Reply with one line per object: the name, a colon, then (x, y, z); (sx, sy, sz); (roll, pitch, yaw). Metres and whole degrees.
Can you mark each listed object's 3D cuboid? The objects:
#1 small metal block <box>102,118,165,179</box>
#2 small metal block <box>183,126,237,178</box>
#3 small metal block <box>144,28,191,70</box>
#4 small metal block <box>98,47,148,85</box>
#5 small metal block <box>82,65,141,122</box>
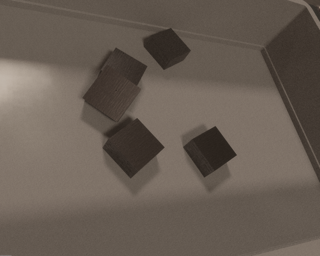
small metal block: (-0.032, 0.024, 0.375); (0.050, 0.025, 0.050); (47, 51, 4)
small metal block: (0.069, 0.032, 0.425); (0.050, 0.025, 0.050); (-26, 76, -37)
small metal block: (0.012, -0.126, 0.491); (0.050, 0.025, 0.050); (-34, 81, -38)
small metal block: (-0.052, -0.075, 0.425); (0.050, 0.025, 0.050); (29, 52, -10)
small metal block: (-0.059, -0.042, 0.385); (0.050, 0.025, 0.050); (35, 86, -5)
